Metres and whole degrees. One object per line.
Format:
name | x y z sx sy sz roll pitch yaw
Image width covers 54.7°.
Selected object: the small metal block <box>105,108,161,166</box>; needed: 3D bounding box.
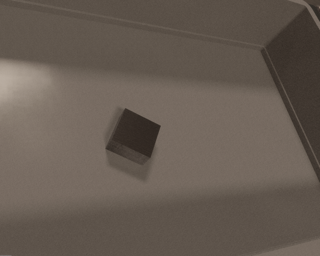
small metal block | -0.032 0.011 0.383 0.050 0.025 0.050 27 52 -12
